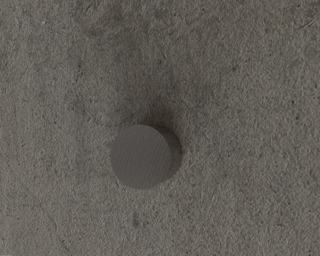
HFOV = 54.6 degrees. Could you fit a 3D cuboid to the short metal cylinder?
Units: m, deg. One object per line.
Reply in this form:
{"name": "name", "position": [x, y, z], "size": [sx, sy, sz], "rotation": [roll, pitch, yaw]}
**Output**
{"name": "short metal cylinder", "position": [-0.016, 0.035, 0.402], "size": [0.080, 0.050, 0.080], "rotation": [0, 90, 20]}
